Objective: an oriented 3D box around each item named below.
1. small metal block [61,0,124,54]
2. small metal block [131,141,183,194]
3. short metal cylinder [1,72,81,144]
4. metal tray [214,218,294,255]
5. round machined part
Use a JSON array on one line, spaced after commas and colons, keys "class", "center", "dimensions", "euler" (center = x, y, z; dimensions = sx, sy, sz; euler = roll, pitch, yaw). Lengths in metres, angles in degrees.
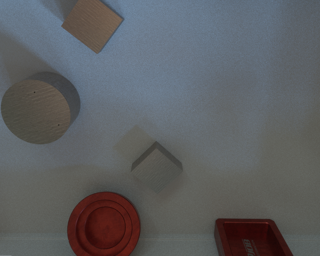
[{"class": "small metal block", "center": [-0.078, -0.124, 0.364], "dimensions": [0.050, 0.025, 0.050], "euler": [37, 106, -13]}, {"class": "small metal block", "center": [-0.004, 0.055, 0.432], "dimensions": [0.050, 0.025, 0.050], "euler": [42, 104, -14]}, {"class": "short metal cylinder", "center": [-0.146, -0.026, 0.386], "dimensions": [0.081, 0.050, 0.079], "euler": [0, 110, -1]}, {"class": "metal tray", "center": [0.130, 0.176, 0.422], "dimensions": [0.091, 0.130, 0.030], "euler": [1, 110, -1]}, {"class": "round machined part", "center": [-0.076, 0.140, 0.438], "dimensions": [0.099, 0.042, 0.097], "euler": [0, 79, -1]}]
